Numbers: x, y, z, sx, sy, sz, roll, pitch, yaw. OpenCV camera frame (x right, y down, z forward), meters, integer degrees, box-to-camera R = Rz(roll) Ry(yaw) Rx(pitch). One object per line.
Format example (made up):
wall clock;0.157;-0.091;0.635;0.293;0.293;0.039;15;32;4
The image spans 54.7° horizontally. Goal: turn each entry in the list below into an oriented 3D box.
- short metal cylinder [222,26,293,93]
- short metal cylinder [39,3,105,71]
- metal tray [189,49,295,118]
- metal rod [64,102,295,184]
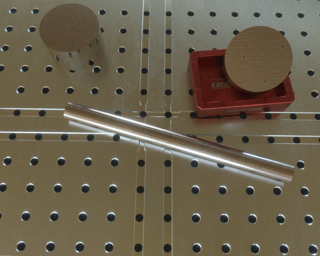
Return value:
short metal cylinder;0.123;-0.086;0.402;0.080;0.050;0.079;1;94;8
short metal cylinder;-0.124;-0.129;0.444;0.081;0.050;0.080;0;70;0
metal tray;0.110;-0.066;0.434;0.131;0.030;0.090;-5;70;-2
metal rod;0.021;0.017;0.405;0.301;0.025;0.025;16;71;5
